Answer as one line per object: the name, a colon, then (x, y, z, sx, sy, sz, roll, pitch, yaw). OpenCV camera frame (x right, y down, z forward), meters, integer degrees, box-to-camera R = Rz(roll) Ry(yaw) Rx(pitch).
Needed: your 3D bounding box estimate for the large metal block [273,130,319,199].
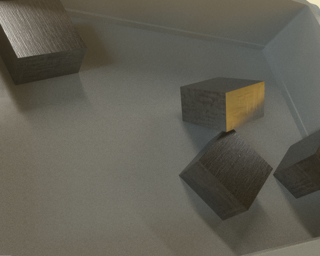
large metal block: (0.229, 0.050, 0.463, 0.050, 0.080, 0.080, 47, 51, 4)

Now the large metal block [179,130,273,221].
large metal block: (0.086, 0.057, 0.401, 0.080, 0.050, 0.080, 46, 51, 3)

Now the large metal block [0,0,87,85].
large metal block: (-0.148, -0.106, 0.375, 0.081, 0.050, 0.080, -21, 73, -36)

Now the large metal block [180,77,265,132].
large metal block: (0.087, -0.037, 0.431, 0.081, 0.080, 0.050, -19, 113, -35)
